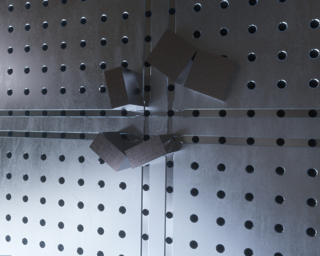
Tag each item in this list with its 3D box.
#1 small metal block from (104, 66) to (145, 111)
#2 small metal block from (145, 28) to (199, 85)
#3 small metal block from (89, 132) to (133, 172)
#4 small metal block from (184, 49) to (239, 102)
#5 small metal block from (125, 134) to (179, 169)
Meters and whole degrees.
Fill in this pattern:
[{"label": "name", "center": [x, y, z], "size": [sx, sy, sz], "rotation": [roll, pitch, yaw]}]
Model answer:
[{"label": "small metal block", "center": [-0.046, -0.051, 0.416], "size": [0.025, 0.050, 0.050], "rotation": [-14, 86, 20]}, {"label": "small metal block", "center": [0.018, -0.093, 0.407], "size": [0.050, 0.025, 0.050], "rotation": [39, 102, 16]}, {"label": "small metal block", "center": [-0.059, 0.030, 0.421], "size": [0.050, 0.050, 0.025], "rotation": [39, 103, 15]}, {"label": "small metal block", "center": [0.065, -0.066, 0.390], "size": [0.050, 0.025, 0.050], "rotation": [23, 98, 18]}, {"label": "small metal block", "center": [-0.009, 0.030, 0.403], "size": [0.050, 0.050, 0.025], "rotation": [-26, 82, 18]}]
